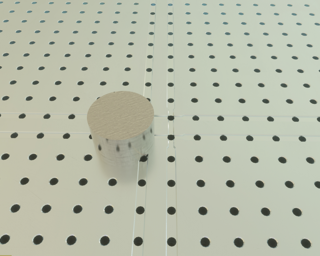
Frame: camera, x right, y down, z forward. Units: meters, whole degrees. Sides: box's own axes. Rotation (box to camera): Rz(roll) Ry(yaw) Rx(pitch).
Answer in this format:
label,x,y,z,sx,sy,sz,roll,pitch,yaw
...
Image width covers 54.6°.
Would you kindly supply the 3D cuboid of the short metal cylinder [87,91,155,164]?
label,x,y,z,sx,sy,sz,roll,pitch,yaw
short metal cylinder,-0.047,-0.001,0.392,0.080,0.050,0.080,0,50,0
